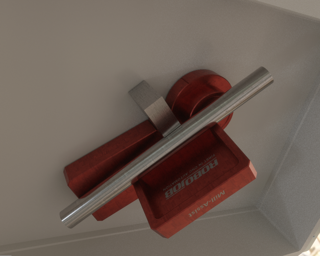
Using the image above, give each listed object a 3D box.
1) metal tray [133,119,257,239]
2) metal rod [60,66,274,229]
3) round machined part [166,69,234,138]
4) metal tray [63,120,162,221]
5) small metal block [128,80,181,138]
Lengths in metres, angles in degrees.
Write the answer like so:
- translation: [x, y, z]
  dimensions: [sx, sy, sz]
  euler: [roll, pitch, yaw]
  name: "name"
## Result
- translation: [0.036, 0.057, 0.372]
  dimensions: [0.130, 0.090, 0.030]
  euler: [-35, 132, 3]
  name: "metal tray"
- translation: [0.008, 0.024, 0.376]
  dimensions: [0.301, 0.025, 0.025]
  euler: [-36, 130, 1]
  name: "metal rod"
- translation: [0.059, -0.025, 0.414]
  dimensions: [0.099, 0.042, 0.097]
  euler: [-14, 125, -21]
  name: "round machined part"
- translation: [-0.048, 0.058, 0.415]
  dimensions: [0.131, 0.030, 0.090]
  euler: [-31, 129, -9]
  name: "metal tray"
- translation: [-0.007, -0.024, 0.374]
  dimensions: [0.025, 0.050, 0.050]
  euler: [-38, 130, -3]
  name: "small metal block"
